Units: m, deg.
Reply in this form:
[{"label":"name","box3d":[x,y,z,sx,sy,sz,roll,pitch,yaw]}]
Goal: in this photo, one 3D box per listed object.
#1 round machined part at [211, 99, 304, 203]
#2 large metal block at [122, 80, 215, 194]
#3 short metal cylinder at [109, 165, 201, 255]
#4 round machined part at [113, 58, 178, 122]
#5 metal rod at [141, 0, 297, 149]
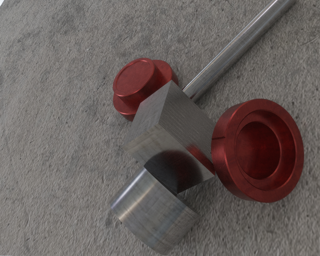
[{"label":"round machined part","box3d":[0.091,0.023,0.308,0.042,0.098,0.098,-17,45,63]},{"label":"large metal block","box3d":[0.015,0.009,0.332,0.050,0.080,0.080,-34,24,32]},{"label":"short metal cylinder","box3d":[-0.005,0.083,0.320,0.050,0.080,0.080,-49,51,-4]},{"label":"round machined part","box3d":[-0.027,-0.060,0.436,0.098,0.042,0.098,-19,49,23]},{"label":"metal rod","box3d":[0.076,-0.080,0.413,0.300,0.025,0.025,-45,51,-4]}]
